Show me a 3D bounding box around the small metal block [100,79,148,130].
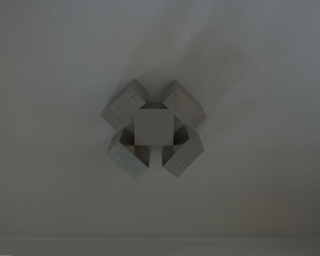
[{"bbox_3d":[-0.043,-0.031,0.384,0.050,0.050,0.025,-40,105,14],"label":"small metal block"}]

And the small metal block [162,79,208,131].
[{"bbox_3d":[0.029,-0.029,0.385,0.025,0.050,0.050,-43,106,13],"label":"small metal block"}]

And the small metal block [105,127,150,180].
[{"bbox_3d":[-0.040,0.033,0.408,0.025,0.050,0.050,-43,105,15],"label":"small metal block"}]

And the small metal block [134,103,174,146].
[{"bbox_3d":[-0.007,-0.005,0.407,0.050,0.025,0.050,1,110,-1],"label":"small metal block"}]

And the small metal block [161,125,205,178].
[{"bbox_3d":[0.028,0.029,0.406,0.025,0.050,0.050,38,105,-14],"label":"small metal block"}]
